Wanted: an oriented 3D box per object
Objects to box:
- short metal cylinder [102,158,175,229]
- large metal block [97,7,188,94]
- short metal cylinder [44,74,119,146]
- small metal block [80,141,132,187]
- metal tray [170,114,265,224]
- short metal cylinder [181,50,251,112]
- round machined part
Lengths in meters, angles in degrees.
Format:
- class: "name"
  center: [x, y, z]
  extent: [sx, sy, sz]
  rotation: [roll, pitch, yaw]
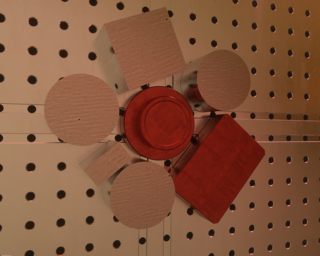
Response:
- class: "short metal cylinder"
  center: [-0.028, 0.079, 0.389]
  extent: [0.081, 0.050, 0.080]
  rotation: [0, 90, -20]
- class: "large metal block"
  center: [-0.023, -0.096, 0.391]
  extent: [0.081, 0.050, 0.080]
  rotation: [-23, 98, -19]
- class: "short metal cylinder"
  center: [-0.093, -0.020, 0.364]
  extent: [0.081, 0.050, 0.080]
  rotation: [0, 90, -20]
- class: "small metal block"
  center: [-0.067, 0.041, 0.374]
  extent: [0.050, 0.050, 0.025]
  rotation: [-39, 103, -16]
- class: "metal tray"
  center: [0.079, 0.055, 0.438]
  extent: [0.090, 0.030, 0.130]
  rotation: [42, 76, -15]
- class: "short metal cylinder"
  center: [0.076, -0.062, 0.426]
  extent: [0.081, 0.050, 0.080]
  rotation: [0, 90, -20]
- class: "round machined part"
  center: [0.001, -0.006, 0.403]
  extent: [0.099, 0.042, 0.097]
  rotation: [0, 90, -20]
